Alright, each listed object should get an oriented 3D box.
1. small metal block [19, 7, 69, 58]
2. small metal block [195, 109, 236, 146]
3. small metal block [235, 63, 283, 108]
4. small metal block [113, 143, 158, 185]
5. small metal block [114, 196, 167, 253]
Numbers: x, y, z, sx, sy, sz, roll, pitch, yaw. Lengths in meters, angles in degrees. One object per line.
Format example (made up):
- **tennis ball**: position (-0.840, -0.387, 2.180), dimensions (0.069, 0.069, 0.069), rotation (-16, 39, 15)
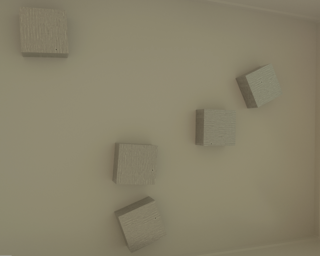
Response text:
- **small metal block**: position (-0.135, -0.110, 0.361), dimensions (0.050, 0.025, 0.050), rotation (-3, 91, -20)
- **small metal block**: position (0.079, -0.001, 0.439), dimensions (0.050, 0.025, 0.050), rotation (1, 90, -20)
- **small metal block**: position (0.149, -0.063, 0.465), dimensions (0.050, 0.025, 0.050), rotation (-27, 99, -18)
- **small metal block**: position (-0.032, 0.046, 0.399), dimensions (0.050, 0.025, 0.050), rotation (4, 89, -20)
- **small metal block**: position (-0.025, 0.124, 0.401), dimensions (0.050, 0.025, 0.050), rotation (-20, 97, -19)
